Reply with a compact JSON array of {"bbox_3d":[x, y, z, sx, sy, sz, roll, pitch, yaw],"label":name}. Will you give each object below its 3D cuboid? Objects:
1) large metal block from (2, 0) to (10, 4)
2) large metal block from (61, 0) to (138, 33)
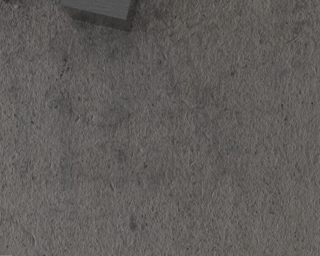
[{"bbox_3d":[-0.214,-0.224,0.395,0.080,0.050,0.080,39,90,0],"label":"large metal block"},{"bbox_3d":[-0.071,-0.178,0.397,0.080,0.050,0.080,13,90,0],"label":"large metal block"}]
